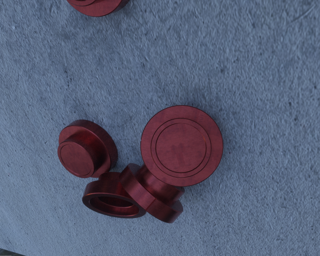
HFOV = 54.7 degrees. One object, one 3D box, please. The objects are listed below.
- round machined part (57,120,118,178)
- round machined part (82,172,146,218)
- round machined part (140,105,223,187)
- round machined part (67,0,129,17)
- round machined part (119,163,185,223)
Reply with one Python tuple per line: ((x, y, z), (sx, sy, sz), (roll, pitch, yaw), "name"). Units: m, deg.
((-0.119, 0.039, 0.483), (0.098, 0.042, 0.097), (13, 124, 21), "round machined part")
((-0.066, 0.101, 0.477), (0.099, 0.042, 0.098), (6, 145, 5), "round machined part")
((0.025, 0.022, 0.366), (0.099, 0.042, 0.097), (0, 92, 5), "round machined part")
((-0.078, -0.170, 0.332), (0.098, 0.042, 0.097), (13, 124, 21), "round machined part")
((-0.005, 0.080, 0.424), (0.098, 0.098, 0.042), (40, 94, 0), "round machined part")
